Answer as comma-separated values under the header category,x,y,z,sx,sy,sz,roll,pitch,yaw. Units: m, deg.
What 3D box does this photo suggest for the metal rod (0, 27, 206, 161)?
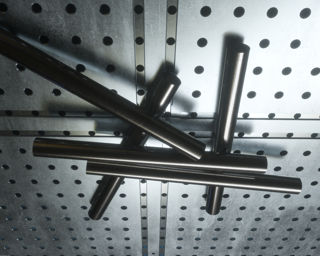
category,x,y,z,sx,sy,sz,roll,pitch,yaw
metal rod,-0.076,-0.041,0.353,0.301,0.025,0.025,29,124,-15

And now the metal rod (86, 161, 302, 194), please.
category,x,y,z,sx,sy,sz,roll,pitch,yaw
metal rod,0.051,0.067,0.435,0.302,0.025,0.025,7,130,-6

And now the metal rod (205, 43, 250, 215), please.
category,x,y,z,sx,sy,sz,roll,pitch,yaw
metal rod,0.088,0.026,0.434,0.025,0.025,0.298,-1,130,0

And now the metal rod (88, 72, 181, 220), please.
category,x,y,z,sx,sy,sz,roll,pitch,yaw
metal rod,-0.049,0.046,0.449,0.025,0.025,0.298,19,127,-16

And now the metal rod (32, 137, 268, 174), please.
category,x,y,z,sx,sy,sz,roll,pitch,yaw
metal rod,-0.009,0.037,0.408,0.302,0.025,0.025,5,130,-5
